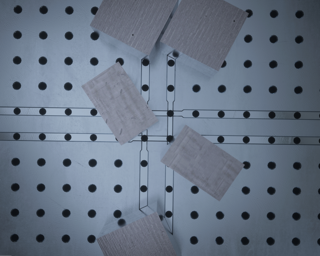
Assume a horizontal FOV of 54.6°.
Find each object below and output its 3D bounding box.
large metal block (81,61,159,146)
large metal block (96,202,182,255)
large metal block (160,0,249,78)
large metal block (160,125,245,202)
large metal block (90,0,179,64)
[{"bbox_3d":[-0.045,-0.028,0.386,0.050,0.080,0.080,-34,90,0],"label":"large metal block"},{"bbox_3d":[-0.024,0.154,0.401,0.080,0.050,0.080,-25,90,0],"label":"large metal block"},{"bbox_3d":[0.054,-0.122,0.401,0.080,0.050,0.080,27,90,0],"label":"large metal block"},{"bbox_3d":[0.048,0.039,0.386,0.080,0.080,0.050,34,90,0],"label":"large metal block"},{"bbox_3d":[-0.031,-0.141,0.401,0.080,0.050,0.080,27,90,0],"label":"large metal block"}]
